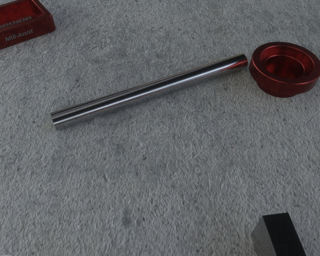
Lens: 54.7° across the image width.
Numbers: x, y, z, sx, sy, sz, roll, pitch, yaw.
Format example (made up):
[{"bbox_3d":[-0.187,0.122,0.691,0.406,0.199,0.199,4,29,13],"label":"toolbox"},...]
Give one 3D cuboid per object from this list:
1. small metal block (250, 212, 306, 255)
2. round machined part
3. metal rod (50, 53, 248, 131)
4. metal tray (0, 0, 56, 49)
[{"bbox_3d":[0.111,0.115,0.291,0.025,0.050,0.050,-6,50,-5],"label":"small metal block"},{"bbox_3d":[0.183,-0.083,0.464,0.099,0.042,0.098,0,50,0],"label":"round machined part"},{"bbox_3d":[-0.004,-0.057,0.451,0.302,0.025,0.025,-20,53,-16],"label":"metal rod"},{"bbox_3d":[-0.268,-0.188,0.555,0.131,0.030,0.090,-29,56,-22],"label":"metal tray"}]
